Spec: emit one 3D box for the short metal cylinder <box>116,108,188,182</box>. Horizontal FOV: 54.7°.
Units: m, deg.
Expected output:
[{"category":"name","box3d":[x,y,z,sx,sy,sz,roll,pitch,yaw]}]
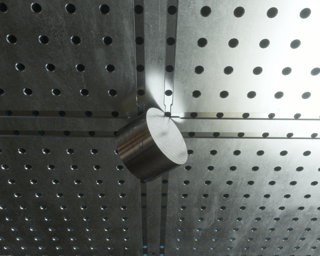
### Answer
[{"category":"short metal cylinder","box3d":[-0.009,0.021,0.393,0.050,0.080,0.080,-33,123,24]}]
